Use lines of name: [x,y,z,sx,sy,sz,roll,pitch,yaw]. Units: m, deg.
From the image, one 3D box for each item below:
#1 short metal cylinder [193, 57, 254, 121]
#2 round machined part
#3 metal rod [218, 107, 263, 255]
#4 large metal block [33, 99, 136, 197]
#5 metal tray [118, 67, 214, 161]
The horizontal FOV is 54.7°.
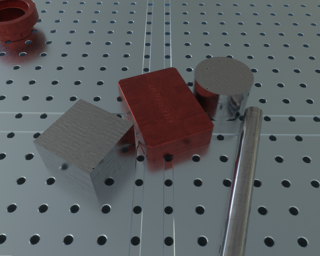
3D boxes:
short metal cylinder: [0.087,-0.056,0.440,0.081,0.050,0.080,0,50,0]
round machined part: [-0.268,-0.192,0.555,0.099,0.042,0.098,0,50,0]
metal rod: [0.084,0.089,0.333,0.025,0.025,0.300,14,51,11]
large metal block: [-0.086,0.021,0.373,0.080,0.050,0.080,25,54,19]
metal tray: [0.004,-0.025,0.425,0.091,0.030,0.130,-17,52,-14]
